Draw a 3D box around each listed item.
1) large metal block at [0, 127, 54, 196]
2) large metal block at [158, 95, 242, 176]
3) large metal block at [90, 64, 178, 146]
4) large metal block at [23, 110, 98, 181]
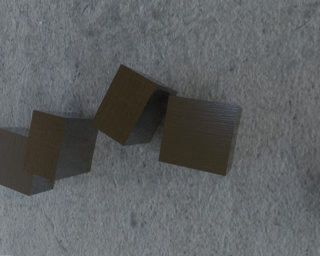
[{"bbox_3d":[-0.202,0.047,0.465,0.080,0.050,0.079,15,95,19],"label":"large metal block"},{"bbox_3d":[0.050,0.007,0.377,0.080,0.050,0.079,10,94,19],"label":"large metal block"},{"bbox_3d":[-0.029,-0.026,0.389,0.050,0.080,0.080,32,100,17],"label":"large metal block"},{"bbox_3d":[-0.132,0.021,0.425,0.050,0.080,0.079,13,95,19],"label":"large metal block"}]
